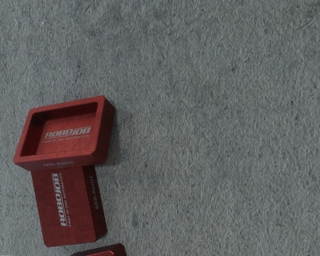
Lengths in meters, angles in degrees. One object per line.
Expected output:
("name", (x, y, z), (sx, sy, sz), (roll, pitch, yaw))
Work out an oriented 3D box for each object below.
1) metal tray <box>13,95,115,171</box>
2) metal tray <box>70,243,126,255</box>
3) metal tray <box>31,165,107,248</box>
("metal tray", (-0.132, 0.008, 0.431), (0.130, 0.030, 0.090), (-8, 58, 19))
("metal tray", (-0.079, 0.238, 0.434), (0.090, 0.030, 0.129), (-19, 84, 19))
("metal tray", (-0.135, 0.102, 0.454), (0.090, 0.030, 0.129), (-14, 85, 19))
